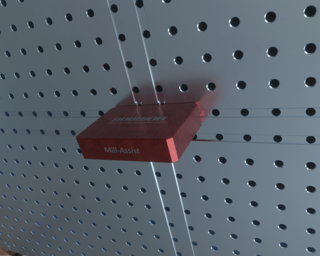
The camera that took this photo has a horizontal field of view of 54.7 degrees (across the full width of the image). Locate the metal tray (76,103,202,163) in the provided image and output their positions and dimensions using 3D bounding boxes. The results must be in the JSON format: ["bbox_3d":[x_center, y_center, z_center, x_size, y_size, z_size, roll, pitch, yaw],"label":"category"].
[{"bbox_3d":[-0.025,0.004,0.382,0.130,0.090,0.030,-1,118,28],"label":"metal tray"}]
